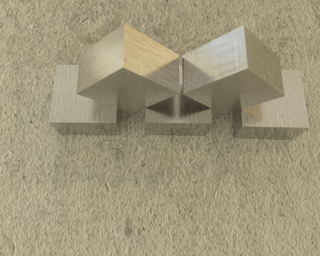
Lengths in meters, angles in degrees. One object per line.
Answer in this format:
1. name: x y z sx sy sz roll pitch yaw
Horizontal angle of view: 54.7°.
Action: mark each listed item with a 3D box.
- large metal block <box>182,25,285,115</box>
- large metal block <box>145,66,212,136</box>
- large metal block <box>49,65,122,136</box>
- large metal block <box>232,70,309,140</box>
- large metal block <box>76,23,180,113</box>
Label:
1. large metal block: 0.082 -0.060 0.352 0.080 0.080 0.050 -18 63 41
2. large metal block: 0.023 -0.035 0.409 0.081 0.050 0.080 1 70 0
3. large metal block: -0.093 -0.035 0.408 0.081 0.050 0.080 0 70 0
4. large metal block: 0.140 -0.030 0.409 0.081 0.050 0.080 1 70 0
5. large metal block: -0.035 -0.061 0.349 0.080 0.080 0.050 18 63 -42
